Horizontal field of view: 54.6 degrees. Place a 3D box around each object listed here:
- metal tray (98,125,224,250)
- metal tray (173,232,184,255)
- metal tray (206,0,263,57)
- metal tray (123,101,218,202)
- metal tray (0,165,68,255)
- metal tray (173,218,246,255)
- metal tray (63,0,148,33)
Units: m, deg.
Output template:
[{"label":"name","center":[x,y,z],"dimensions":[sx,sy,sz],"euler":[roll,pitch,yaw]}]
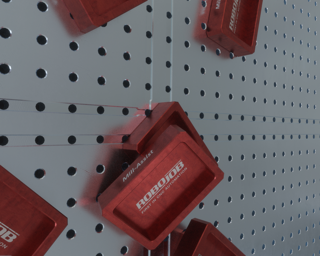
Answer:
[{"label":"metal tray","center":[0.003,0.071,0.370],"dimensions":[0.130,0.030,0.090],"euler":[-45,116,-3]},{"label":"metal tray","center":[0.046,0.227,0.444],"dimensions":[0.090,0.030,0.130],"euler":[38,67,-33]},{"label":"metal tray","center":[0.127,-0.195,0.509],"dimensions":[0.091,0.030,0.130],"euler":[19,78,-38]},{"label":"metal tray","center":[0.020,0.040,0.421],"dimensions":[0.090,0.030,0.130],"euler":[-50,119,-28]},{"label":"metal tray","center":[-0.159,0.081,0.272],"dimensions":[0.130,0.030,0.090],"euler":[51,60,-28]},{"label":"metal tray","center":[0.070,0.195,0.424],"dimensions":[0.130,0.030,0.090],"euler":[47,62,-30]},{"label":"metal tray","center":[-0.078,-0.184,0.339],"dimensions":[0.090,0.030,0.130],"euler":[-43,116,-32]}]
